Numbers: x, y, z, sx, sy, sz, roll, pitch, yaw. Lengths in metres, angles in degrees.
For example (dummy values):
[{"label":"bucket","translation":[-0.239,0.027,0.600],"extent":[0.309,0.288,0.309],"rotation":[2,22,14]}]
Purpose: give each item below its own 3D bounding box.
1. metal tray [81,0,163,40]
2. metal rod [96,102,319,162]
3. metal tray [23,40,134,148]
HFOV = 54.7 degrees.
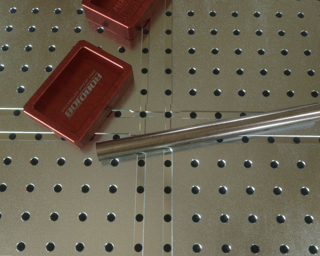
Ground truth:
[{"label":"metal tray","translation":[-0.048,-0.211,0.485],"extent":[0.090,0.030,0.130],"rotation":[29,72,10]},{"label":"metal rod","translation":[0.068,0.004,0.410],"extent":[0.302,0.025,0.025],"rotation":[-10,71,-4]},{"label":"metal tray","translation":[-0.107,-0.049,0.425],"extent":[0.090,0.030,0.130],"rotation":[30,72,10]}]
